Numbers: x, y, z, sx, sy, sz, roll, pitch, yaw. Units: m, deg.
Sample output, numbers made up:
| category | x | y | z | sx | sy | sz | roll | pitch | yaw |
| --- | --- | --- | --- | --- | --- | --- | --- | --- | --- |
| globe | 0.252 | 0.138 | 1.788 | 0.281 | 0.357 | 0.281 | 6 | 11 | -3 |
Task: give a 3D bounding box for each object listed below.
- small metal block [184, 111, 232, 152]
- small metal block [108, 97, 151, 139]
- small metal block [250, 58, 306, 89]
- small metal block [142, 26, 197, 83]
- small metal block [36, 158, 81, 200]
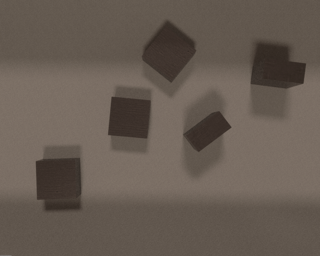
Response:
| category | x | y | z | sx | sy | sz | roll | pitch | yaw |
| --- | --- | --- | --- | --- | --- | --- | --- | --- | --- |
| small metal block | 0.059 | 0.004 | 0.400 | 0.050 | 0.050 | 0.025 | -37 | 90 | 0 |
| small metal block | -0.040 | -0.013 | 0.411 | 0.050 | 0.025 | 0.050 | 5 | 90 | -1 |
| small metal block | 0.151 | -0.069 | 0.401 | 0.050 | 0.050 | 0.025 | 7 | 90 | -1 |
| small metal block | 0.012 | -0.097 | 0.412 | 0.050 | 0.025 | 0.050 | 39 | 90 | -1 |
| small metal block | -0.133 | 0.066 | 0.410 | 0.050 | 0.025 | 0.050 | -2 | 90 | -1 |
